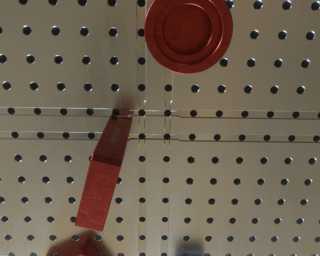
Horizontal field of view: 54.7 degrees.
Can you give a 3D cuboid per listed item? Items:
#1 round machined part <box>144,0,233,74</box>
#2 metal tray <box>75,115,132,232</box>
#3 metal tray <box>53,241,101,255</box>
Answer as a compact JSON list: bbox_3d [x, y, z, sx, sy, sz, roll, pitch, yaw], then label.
[{"bbox_3d":[0.032,-0.115,0.362,0.099,0.042,0.097,0,110,-1],"label":"round machined part"},{"bbox_3d":[-0.064,0.048,0.374,0.030,0.130,0.089,16,109,-6],"label":"metal tray"},{"bbox_3d":[-0.121,0.254,0.502,0.090,0.030,0.130,-27,108,9],"label":"metal tray"}]
